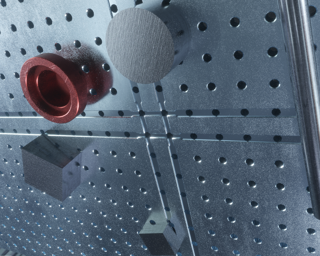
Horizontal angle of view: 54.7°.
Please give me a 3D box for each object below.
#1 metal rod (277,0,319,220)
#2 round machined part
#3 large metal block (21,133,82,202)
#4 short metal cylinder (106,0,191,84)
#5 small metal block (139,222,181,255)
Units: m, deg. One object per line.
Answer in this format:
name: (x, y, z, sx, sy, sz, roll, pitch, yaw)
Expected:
metal rod: (0.150, -0.028, 0.314, 0.025, 0.025, 0.298, -6, 116, 30)
round machined part: (-0.143, -0.059, 0.437, 0.098, 0.042, 0.097, 13, 124, 20)
large metal block: (-0.184, 0.067, 0.531, 0.080, 0.050, 0.079, 23, 127, 14)
short metal cylinder: (-0.012, -0.095, 0.341, 0.080, 0.050, 0.079, 13, 124, 20)
small metal block: (0.000, 0.189, 0.526, 0.050, 0.025, 0.050, -15, 111, 34)
